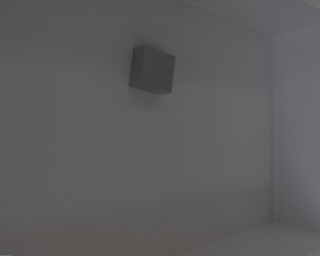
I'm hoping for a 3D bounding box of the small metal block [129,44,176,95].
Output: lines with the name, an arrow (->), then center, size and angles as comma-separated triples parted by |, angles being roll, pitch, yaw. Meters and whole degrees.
small metal block -> -0.009, -0.073, 0.398 | 0.050, 0.025, 0.050 | 11, 83, -39
